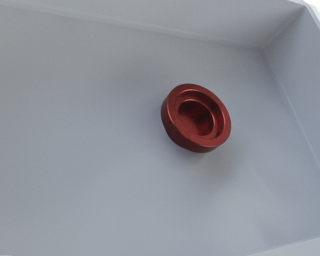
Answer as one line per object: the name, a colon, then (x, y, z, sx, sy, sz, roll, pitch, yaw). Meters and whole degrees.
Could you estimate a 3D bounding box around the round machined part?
round machined part: (0.045, -0.010, 0.427, 0.099, 0.042, 0.098, 14, 56, -21)
